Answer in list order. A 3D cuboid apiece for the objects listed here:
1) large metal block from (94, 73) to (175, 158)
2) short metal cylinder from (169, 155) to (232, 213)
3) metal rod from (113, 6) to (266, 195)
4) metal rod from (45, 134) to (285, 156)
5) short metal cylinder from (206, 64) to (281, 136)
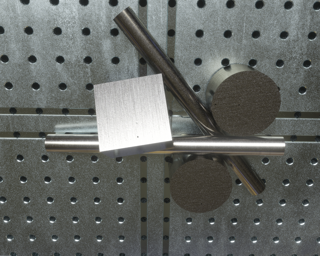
[{"bbox_3d":[-0.030,-0.012,0.372,0.080,0.050,0.080,-9,75,3],"label":"large metal block"},{"bbox_3d":[0.053,0.067,0.421,0.081,0.050,0.079,0,110,0],"label":"short metal cylinder"},{"bbox_3d":[0.047,-0.023,0.402,0.025,0.025,0.300,-36,107,12],"label":"metal rod"},{"bbox_3d":[0.002,0.021,0.399,0.302,0.025,0.025,0,110,6],"label":"metal rod"},{"bbox_3d":[0.100,-0.036,0.384,0.081,0.050,0.079,0,110,0],"label":"short metal cylinder"}]
